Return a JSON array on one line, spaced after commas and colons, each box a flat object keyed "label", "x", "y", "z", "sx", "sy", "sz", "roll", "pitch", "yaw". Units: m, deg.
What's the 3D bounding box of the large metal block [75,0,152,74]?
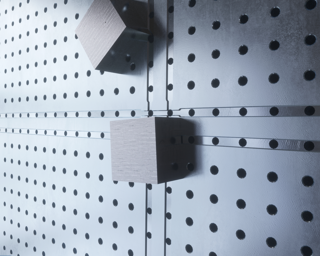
[{"label": "large metal block", "x": -0.070, "y": -0.138, "z": 0.452, "sx": 0.080, "sy": 0.050, "sz": 0.080, "roll": -44, "pitch": 64, "yaw": 31}]

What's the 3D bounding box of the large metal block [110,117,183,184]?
[{"label": "large metal block", "x": -0.019, "y": 0.028, "z": 0.410, "sx": 0.080, "sy": 0.050, "sz": 0.080, "roll": -4, "pitch": 87, "yaw": 40}]
